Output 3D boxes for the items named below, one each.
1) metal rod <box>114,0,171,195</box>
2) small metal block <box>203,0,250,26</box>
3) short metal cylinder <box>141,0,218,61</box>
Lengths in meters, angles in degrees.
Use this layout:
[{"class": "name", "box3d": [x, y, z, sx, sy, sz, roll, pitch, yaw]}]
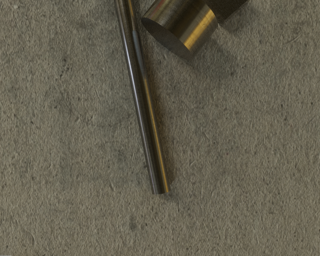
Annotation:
[{"class": "metal rod", "box3d": [-0.027, -0.062, 0.409, 0.025, 0.025, 0.298, -11, 90, 0]}, {"class": "small metal block", "box3d": [0.086, -0.174, 0.411, 0.050, 0.025, 0.050, -41, 90, 0]}, {"class": "short metal cylinder", "box3d": [0.024, -0.129, 0.383, 0.080, 0.080, 0.050, 37, 90, 0]}]
